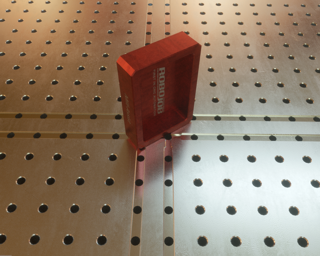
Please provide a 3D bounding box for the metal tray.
[{"bbox_3d":[0.000,-0.041,0.374,0.091,0.129,0.030,-28,56,-22],"label":"metal tray"}]
